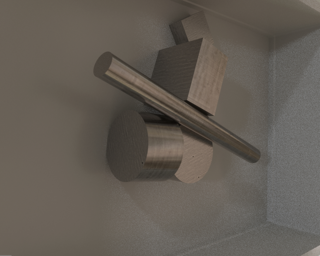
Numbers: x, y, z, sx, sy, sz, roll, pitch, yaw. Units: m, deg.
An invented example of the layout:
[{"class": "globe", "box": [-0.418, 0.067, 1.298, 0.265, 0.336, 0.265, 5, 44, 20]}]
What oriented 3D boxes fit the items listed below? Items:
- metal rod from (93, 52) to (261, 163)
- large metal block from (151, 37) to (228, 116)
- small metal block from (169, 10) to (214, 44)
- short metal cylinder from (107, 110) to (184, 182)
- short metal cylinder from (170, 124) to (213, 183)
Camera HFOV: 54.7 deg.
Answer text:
[{"class": "metal rod", "box": [0.047, -0.007, 0.376, 0.301, 0.025, 0.025, 27, 73, -44]}, {"class": "large metal block", "box": [0.033, -0.061, 0.400, 0.050, 0.080, 0.080, 25, 74, -38]}, {"class": "small metal block", "box": [0.047, -0.135, 0.448, 0.050, 0.025, 0.050, -37, 113, -34]}, {"class": "short metal cylinder", "box": [-0.019, 0.022, 0.357, 0.050, 0.080, 0.080, 8, 85, -40]}, {"class": "short metal cylinder", "box": [0.025, 0.030, 0.414, 0.081, 0.050, 0.079, 0, 91, -40]}]
